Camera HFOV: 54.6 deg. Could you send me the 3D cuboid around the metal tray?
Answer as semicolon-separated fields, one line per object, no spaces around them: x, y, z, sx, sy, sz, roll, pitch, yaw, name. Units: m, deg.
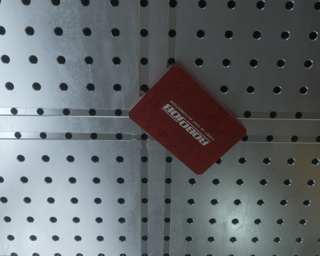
0.036;-0.010;0.407;0.130;0.030;0.090;41;105;-14;metal tray
